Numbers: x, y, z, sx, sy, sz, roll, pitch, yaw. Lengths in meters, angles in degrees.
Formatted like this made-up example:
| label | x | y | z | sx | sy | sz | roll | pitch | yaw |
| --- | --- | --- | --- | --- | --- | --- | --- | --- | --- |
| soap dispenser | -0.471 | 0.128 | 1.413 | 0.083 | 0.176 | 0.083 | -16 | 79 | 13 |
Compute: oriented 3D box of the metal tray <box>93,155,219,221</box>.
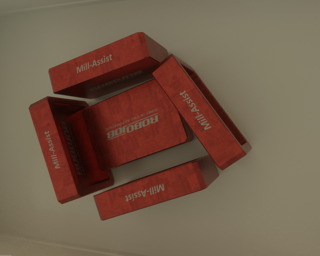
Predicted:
| label | x | y | z | sx | sy | sz | roll | pitch | yaw |
| --- | --- | --- | --- | --- | --- | --- | --- | --- | --- |
| metal tray | -0.001 | 0.069 | 0.373 | 0.130 | 0.090 | 0.030 | -21 | 83 | 18 |

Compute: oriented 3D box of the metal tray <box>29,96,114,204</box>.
| label | x | y | z | sx | sy | sz | roll | pitch | yaw |
| --- | --- | --- | --- | --- | --- | --- | --- | --- | --- |
| metal tray | -0.114 | 0.026 | 0.412 | 0.030 | 0.090 | 0.129 | -22 | 83 | 18 |

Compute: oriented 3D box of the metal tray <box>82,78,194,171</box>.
| label | x | y | z | sx | sy | sz | roll | pitch | yaw |
| --- | --- | --- | --- | --- | --- | --- | --- | --- | --- |
| metal tray | -0.032 | -0.004 | 0.415 | 0.130 | 0.030 | 0.090 | -21 | 83 | 18 |

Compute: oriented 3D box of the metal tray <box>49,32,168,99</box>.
| label | x | y | z | sx | sy | sz | roll | pitch | yaw |
| --- | --- | --- | --- | --- | --- | --- | --- | --- | --- |
| metal tray | -0.060 | -0.073 | 0.394 | 0.130 | 0.090 | 0.030 | -17 | 85 | 19 |

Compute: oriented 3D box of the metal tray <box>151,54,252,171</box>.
| label | x | y | z | sx | sy | sz | roll | pitch | yaw |
| --- | --- | --- | --- | --- | --- | --- | --- | --- | --- |
| metal tray | 0.051 | -0.018 | 0.356 | 0.030 | 0.090 | 0.130 | -38 | 78 | 17 |
